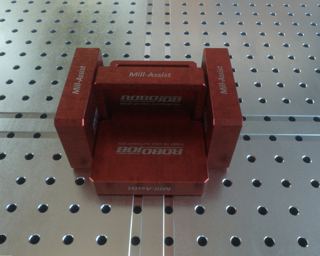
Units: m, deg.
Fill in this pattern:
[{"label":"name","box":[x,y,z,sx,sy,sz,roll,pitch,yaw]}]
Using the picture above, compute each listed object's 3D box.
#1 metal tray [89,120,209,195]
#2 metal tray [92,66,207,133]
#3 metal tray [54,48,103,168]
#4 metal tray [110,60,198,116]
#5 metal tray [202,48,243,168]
[{"label":"metal tray","box":[-0.012,0.033,0.374,0.131,0.030,0.090,1,50,0]},{"label":"metal tray","box":[-0.012,-0.033,0.391,0.131,0.089,0.030,1,50,0]},{"label":"metal tray","box":[-0.092,-0.027,0.386,0.030,0.089,0.130,1,50,0]},{"label":"metal tray","box":[-0.010,-0.059,0.454,0.131,0.030,0.090,1,50,0]},{"label":"metal tray","box":[0.070,-0.027,0.388,0.030,0.089,0.130,1,50,0]}]
